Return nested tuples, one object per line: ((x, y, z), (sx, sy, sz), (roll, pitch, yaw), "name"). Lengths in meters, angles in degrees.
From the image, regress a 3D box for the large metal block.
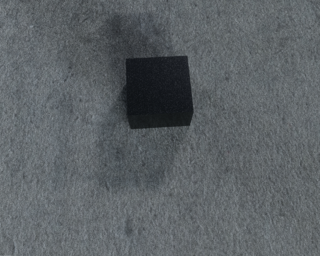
((-0.002, -0.046, 0.412), (0.081, 0.050, 0.080), (-3, 70, -2), "large metal block")
